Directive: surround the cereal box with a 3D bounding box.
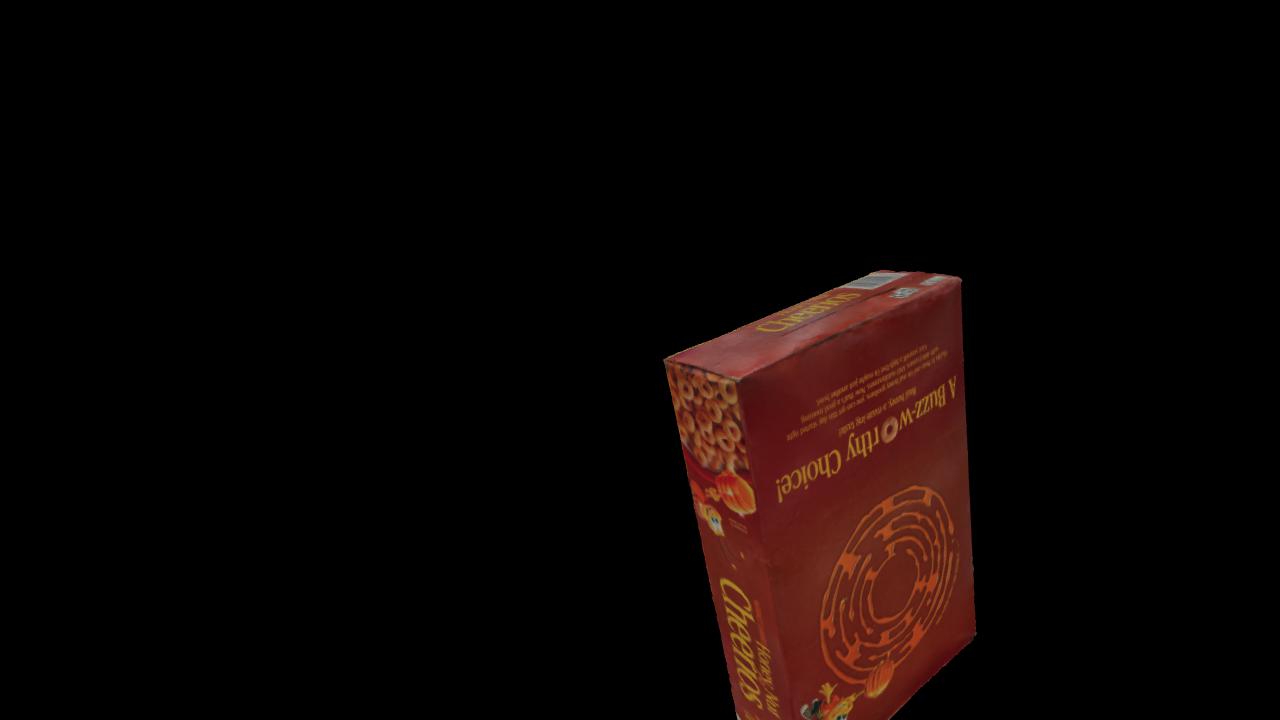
[{"bbox_3d":[0.141,0.111,0.430,0.203,0.306,0.081,-22,21,-27],"label":"cereal box"}]
